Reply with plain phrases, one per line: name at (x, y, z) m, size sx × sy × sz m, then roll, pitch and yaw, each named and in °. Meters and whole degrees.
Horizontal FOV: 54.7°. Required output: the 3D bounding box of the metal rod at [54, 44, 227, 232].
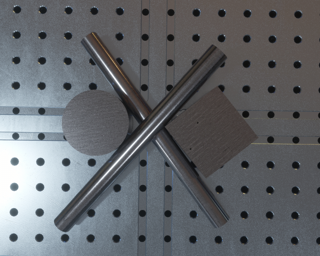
metal rod at (-0.029, 0.019, 0.388) m, size 0.025 × 0.025 × 0.299 m, roll 42°, pitch 98°, yaw 0°

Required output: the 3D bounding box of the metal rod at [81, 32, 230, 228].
metal rod at (-0.006, 0.003, 0.409) m, size 0.025 × 0.025 × 0.299 m, roll -36°, pitch 90°, yaw 0°

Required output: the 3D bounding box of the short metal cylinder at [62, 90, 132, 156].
short metal cylinder at (-0.078, -0.006, 0.396) m, size 0.081 × 0.050 × 0.079 m, roll 0°, pitch 90°, yaw 0°

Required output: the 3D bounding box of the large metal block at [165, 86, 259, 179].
large metal block at (0.062, 0.005, 0.397) m, size 0.080 × 0.050 × 0.080 m, roll -38°, pitch 90°, yaw 0°
